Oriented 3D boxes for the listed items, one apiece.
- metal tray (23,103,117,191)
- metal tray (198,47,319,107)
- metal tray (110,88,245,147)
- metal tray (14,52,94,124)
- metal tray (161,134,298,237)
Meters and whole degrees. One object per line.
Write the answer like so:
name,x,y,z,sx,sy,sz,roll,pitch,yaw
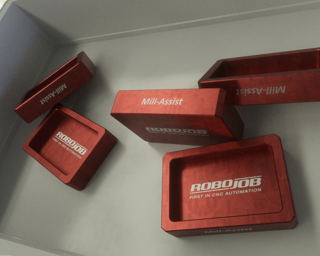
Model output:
metal tray,-0.136,0.023,0.459,0.130,0.030,0.090,25,75,36
metal tray,0.119,-0.057,0.345,0.130,0.030,0.090,-1,26,27
metal tray,0.021,-0.010,0.357,0.130,0.090,0.030,2,68,29
metal tray,-0.171,-0.070,0.512,0.130,0.030,0.090,-35,26,5
metal tray,0.067,0.063,0.328,0.130,0.030,0.090,-12,57,21
